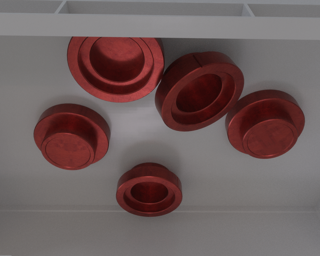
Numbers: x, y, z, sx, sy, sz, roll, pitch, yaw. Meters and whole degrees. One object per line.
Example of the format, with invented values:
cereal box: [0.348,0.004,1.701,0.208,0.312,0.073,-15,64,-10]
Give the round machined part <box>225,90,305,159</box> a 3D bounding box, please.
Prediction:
round machined part: [0.137,0.002,0.401,0.099,0.042,0.097,0,130,0]

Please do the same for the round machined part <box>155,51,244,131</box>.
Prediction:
round machined part: [0.040,-0.044,0.345,0.099,0.042,0.097,-17,142,-14]

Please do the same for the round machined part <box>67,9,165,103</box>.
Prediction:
round machined part: [-0.044,-0.078,0.331,0.099,0.042,0.097,0,130,0]

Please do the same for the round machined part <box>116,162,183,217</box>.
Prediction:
round machined part: [-0.016,0.091,0.475,0.099,0.042,0.097,0,130,0]

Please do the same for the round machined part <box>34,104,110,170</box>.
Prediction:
round machined part: [-0.118,0.019,0.413,0.099,0.042,0.097,0,130,0]
